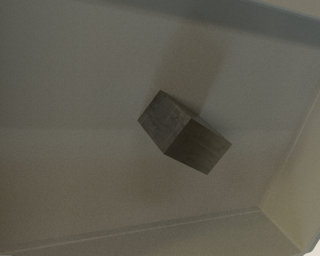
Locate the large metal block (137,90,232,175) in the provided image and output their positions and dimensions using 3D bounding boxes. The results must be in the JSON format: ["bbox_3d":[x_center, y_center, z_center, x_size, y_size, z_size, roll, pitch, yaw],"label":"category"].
[{"bbox_3d":[0.030,0.005,0.392,0.080,0.080,0.050,29,102,-38],"label":"large metal block"}]
